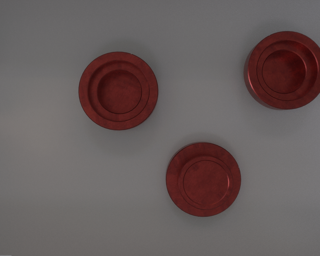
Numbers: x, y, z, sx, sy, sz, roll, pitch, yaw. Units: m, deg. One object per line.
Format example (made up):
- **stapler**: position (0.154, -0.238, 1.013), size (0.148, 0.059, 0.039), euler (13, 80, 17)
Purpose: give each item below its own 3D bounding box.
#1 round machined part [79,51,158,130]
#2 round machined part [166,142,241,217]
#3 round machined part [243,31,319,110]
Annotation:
- **round machined part**: position (-0.051, -0.046, 0.402), size (0.099, 0.042, 0.097), euler (0, 90, 0)
- **round machined part**: position (0.057, 0.068, 0.403), size (0.099, 0.042, 0.097), euler (0, 90, 0)
- **round machined part**: position (0.158, -0.072, 0.404), size (0.099, 0.042, 0.097), euler (0, 90, 0)
